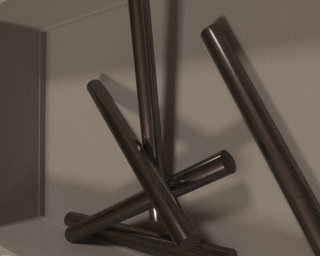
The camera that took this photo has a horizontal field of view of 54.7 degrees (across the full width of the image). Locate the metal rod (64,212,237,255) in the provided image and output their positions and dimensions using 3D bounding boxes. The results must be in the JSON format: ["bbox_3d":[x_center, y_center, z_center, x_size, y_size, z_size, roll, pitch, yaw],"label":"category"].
[{"bbox_3d":[-0.037,0.151,0.434,0.300,0.025,0.025,-2,89,39],"label":"metal rod"}]

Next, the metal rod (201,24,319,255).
[{"bbox_3d":[0.114,0.020,0.311,0.025,0.025,0.299,-35,69,34],"label":"metal rod"}]

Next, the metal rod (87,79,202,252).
[{"bbox_3d":[-0.038,0.020,0.387,0.025,0.025,0.300,-61,41,22],"label":"metal rod"}]

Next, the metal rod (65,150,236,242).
[{"bbox_3d":[-0.034,0.099,0.393,0.299,0.025,0.025,-33,70,36],"label":"metal rod"}]

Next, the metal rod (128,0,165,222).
[{"bbox_3d":[-0.014,-0.029,0.380,0.025,0.025,0.298,3,103,39],"label":"metal rod"}]
